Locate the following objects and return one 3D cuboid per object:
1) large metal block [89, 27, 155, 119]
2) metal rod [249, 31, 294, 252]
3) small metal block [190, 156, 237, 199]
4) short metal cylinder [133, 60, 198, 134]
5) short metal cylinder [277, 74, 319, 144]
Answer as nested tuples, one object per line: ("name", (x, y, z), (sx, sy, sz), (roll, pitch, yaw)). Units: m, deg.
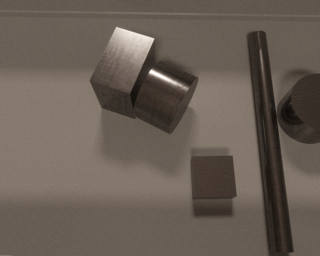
("large metal block", (-0.044, -0.069, 0.405), (0.050, 0.080, 0.080), (19, 71, 6))
("metal rod", (0.143, 0.003, 0.410), (0.025, 0.025, 0.299), (1, 70, 0))
("small metal block", (0.066, 0.062, 0.388), (0.050, 0.025, 0.050), (-1, 70, -1))
("short metal cylinder", (0.008, -0.039, 0.395), (0.050, 0.080, 0.080), (27, 72, 9))
("short metal cylinder", (0.203, -0.024, 0.408), (0.081, 0.050, 0.080), (0, 70, 0))
